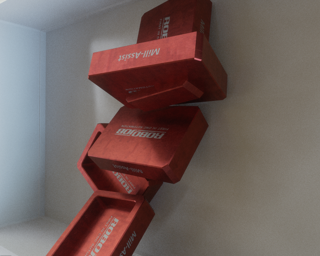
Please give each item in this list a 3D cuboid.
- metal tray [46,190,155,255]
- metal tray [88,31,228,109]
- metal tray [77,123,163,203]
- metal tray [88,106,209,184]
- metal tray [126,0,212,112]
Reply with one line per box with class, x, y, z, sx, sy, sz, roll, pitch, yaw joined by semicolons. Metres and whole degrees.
metal tray;-0.075;0.135;0.364;0.090;0.130;0.030;-2;129;37
metal tray;-0.001;-0.057;0.343;0.130;0.090;0.030;-4;69;27
metal tray;-0.063;0.065;0.453;0.130;0.030;0.089;46;117;30
metal tray;-0.017;0.014;0.381;0.130;0.030;0.090;4;50;39
metal tray;0.011;-0.090;0.362;0.090;0.030;0.130;-11;62;41
